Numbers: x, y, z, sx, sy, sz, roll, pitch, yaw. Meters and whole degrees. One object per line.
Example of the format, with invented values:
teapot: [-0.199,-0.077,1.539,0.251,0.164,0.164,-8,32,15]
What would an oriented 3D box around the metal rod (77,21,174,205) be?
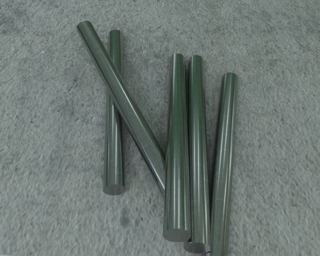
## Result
metal rod: [-0.047,-0.036,0.403,0.025,0.025,0.299,-21,62,-17]

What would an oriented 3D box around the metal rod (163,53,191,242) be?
metal rod: [0.021,-0.006,0.385,0.025,0.025,0.300,2,43,1]

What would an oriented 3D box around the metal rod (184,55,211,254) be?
metal rod: [0.046,0.003,0.389,0.025,0.025,0.300,4,46,2]

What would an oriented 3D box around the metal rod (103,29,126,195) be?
metal rod: [-0.064,-0.045,0.440,0.025,0.025,0.300,-4,50,-3]

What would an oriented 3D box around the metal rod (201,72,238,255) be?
metal rod: [0.075,0.038,0.371,0.025,0.025,0.300,9,50,7]
